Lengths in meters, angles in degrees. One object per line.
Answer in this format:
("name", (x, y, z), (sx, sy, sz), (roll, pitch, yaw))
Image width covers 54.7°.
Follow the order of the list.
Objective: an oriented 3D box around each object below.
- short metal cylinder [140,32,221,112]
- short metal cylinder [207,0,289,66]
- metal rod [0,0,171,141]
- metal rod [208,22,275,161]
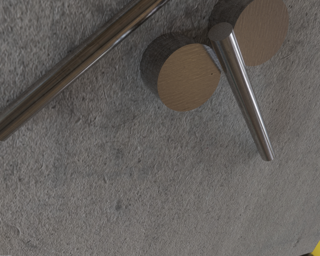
("short metal cylinder", (0.023, -0.066, 0.363), (0.081, 0.050, 0.079), (-14, 124, -21))
("short metal cylinder", (0.105, -0.121, 0.373), (0.081, 0.050, 0.079), (-14, 124, -21))
("metal rod", (-0.054, -0.093, 0.319), (0.300, 0.025, 0.025), (-41, 130, -1))
("metal rod", (0.124, -0.025, 0.423), (0.025, 0.025, 0.300), (-42, 140, 0))
